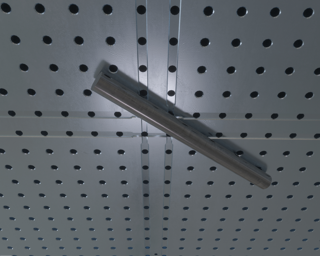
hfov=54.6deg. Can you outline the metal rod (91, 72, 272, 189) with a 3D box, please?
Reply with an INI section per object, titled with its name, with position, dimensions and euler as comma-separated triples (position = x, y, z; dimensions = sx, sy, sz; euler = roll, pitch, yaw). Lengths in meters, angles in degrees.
[metal rod]
position = 0.045, 0.014, 0.423
dimensions = 0.301, 0.025, 0.025
euler = 30, 124, -24
